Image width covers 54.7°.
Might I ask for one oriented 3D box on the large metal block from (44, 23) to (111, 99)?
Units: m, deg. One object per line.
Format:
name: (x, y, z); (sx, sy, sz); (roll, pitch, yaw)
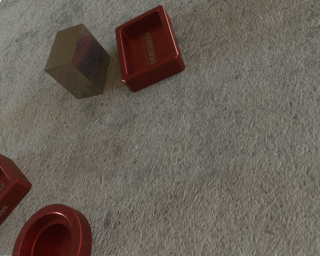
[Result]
large metal block: (-0.129, -0.105, 0.498); (0.050, 0.080, 0.080); (-9, 58, 23)

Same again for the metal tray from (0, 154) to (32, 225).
metal tray: (-0.265, 0.112, 0.467); (0.090, 0.030, 0.130); (31, 79, 37)

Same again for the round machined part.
round machined part: (-0.121, 0.144, 0.367); (0.098, 0.042, 0.098); (-13, 56, 20)

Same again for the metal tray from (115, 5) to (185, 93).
metal tray: (-0.019, -0.127, 0.486); (0.090, 0.030, 0.130); (-22, 54, 14)
